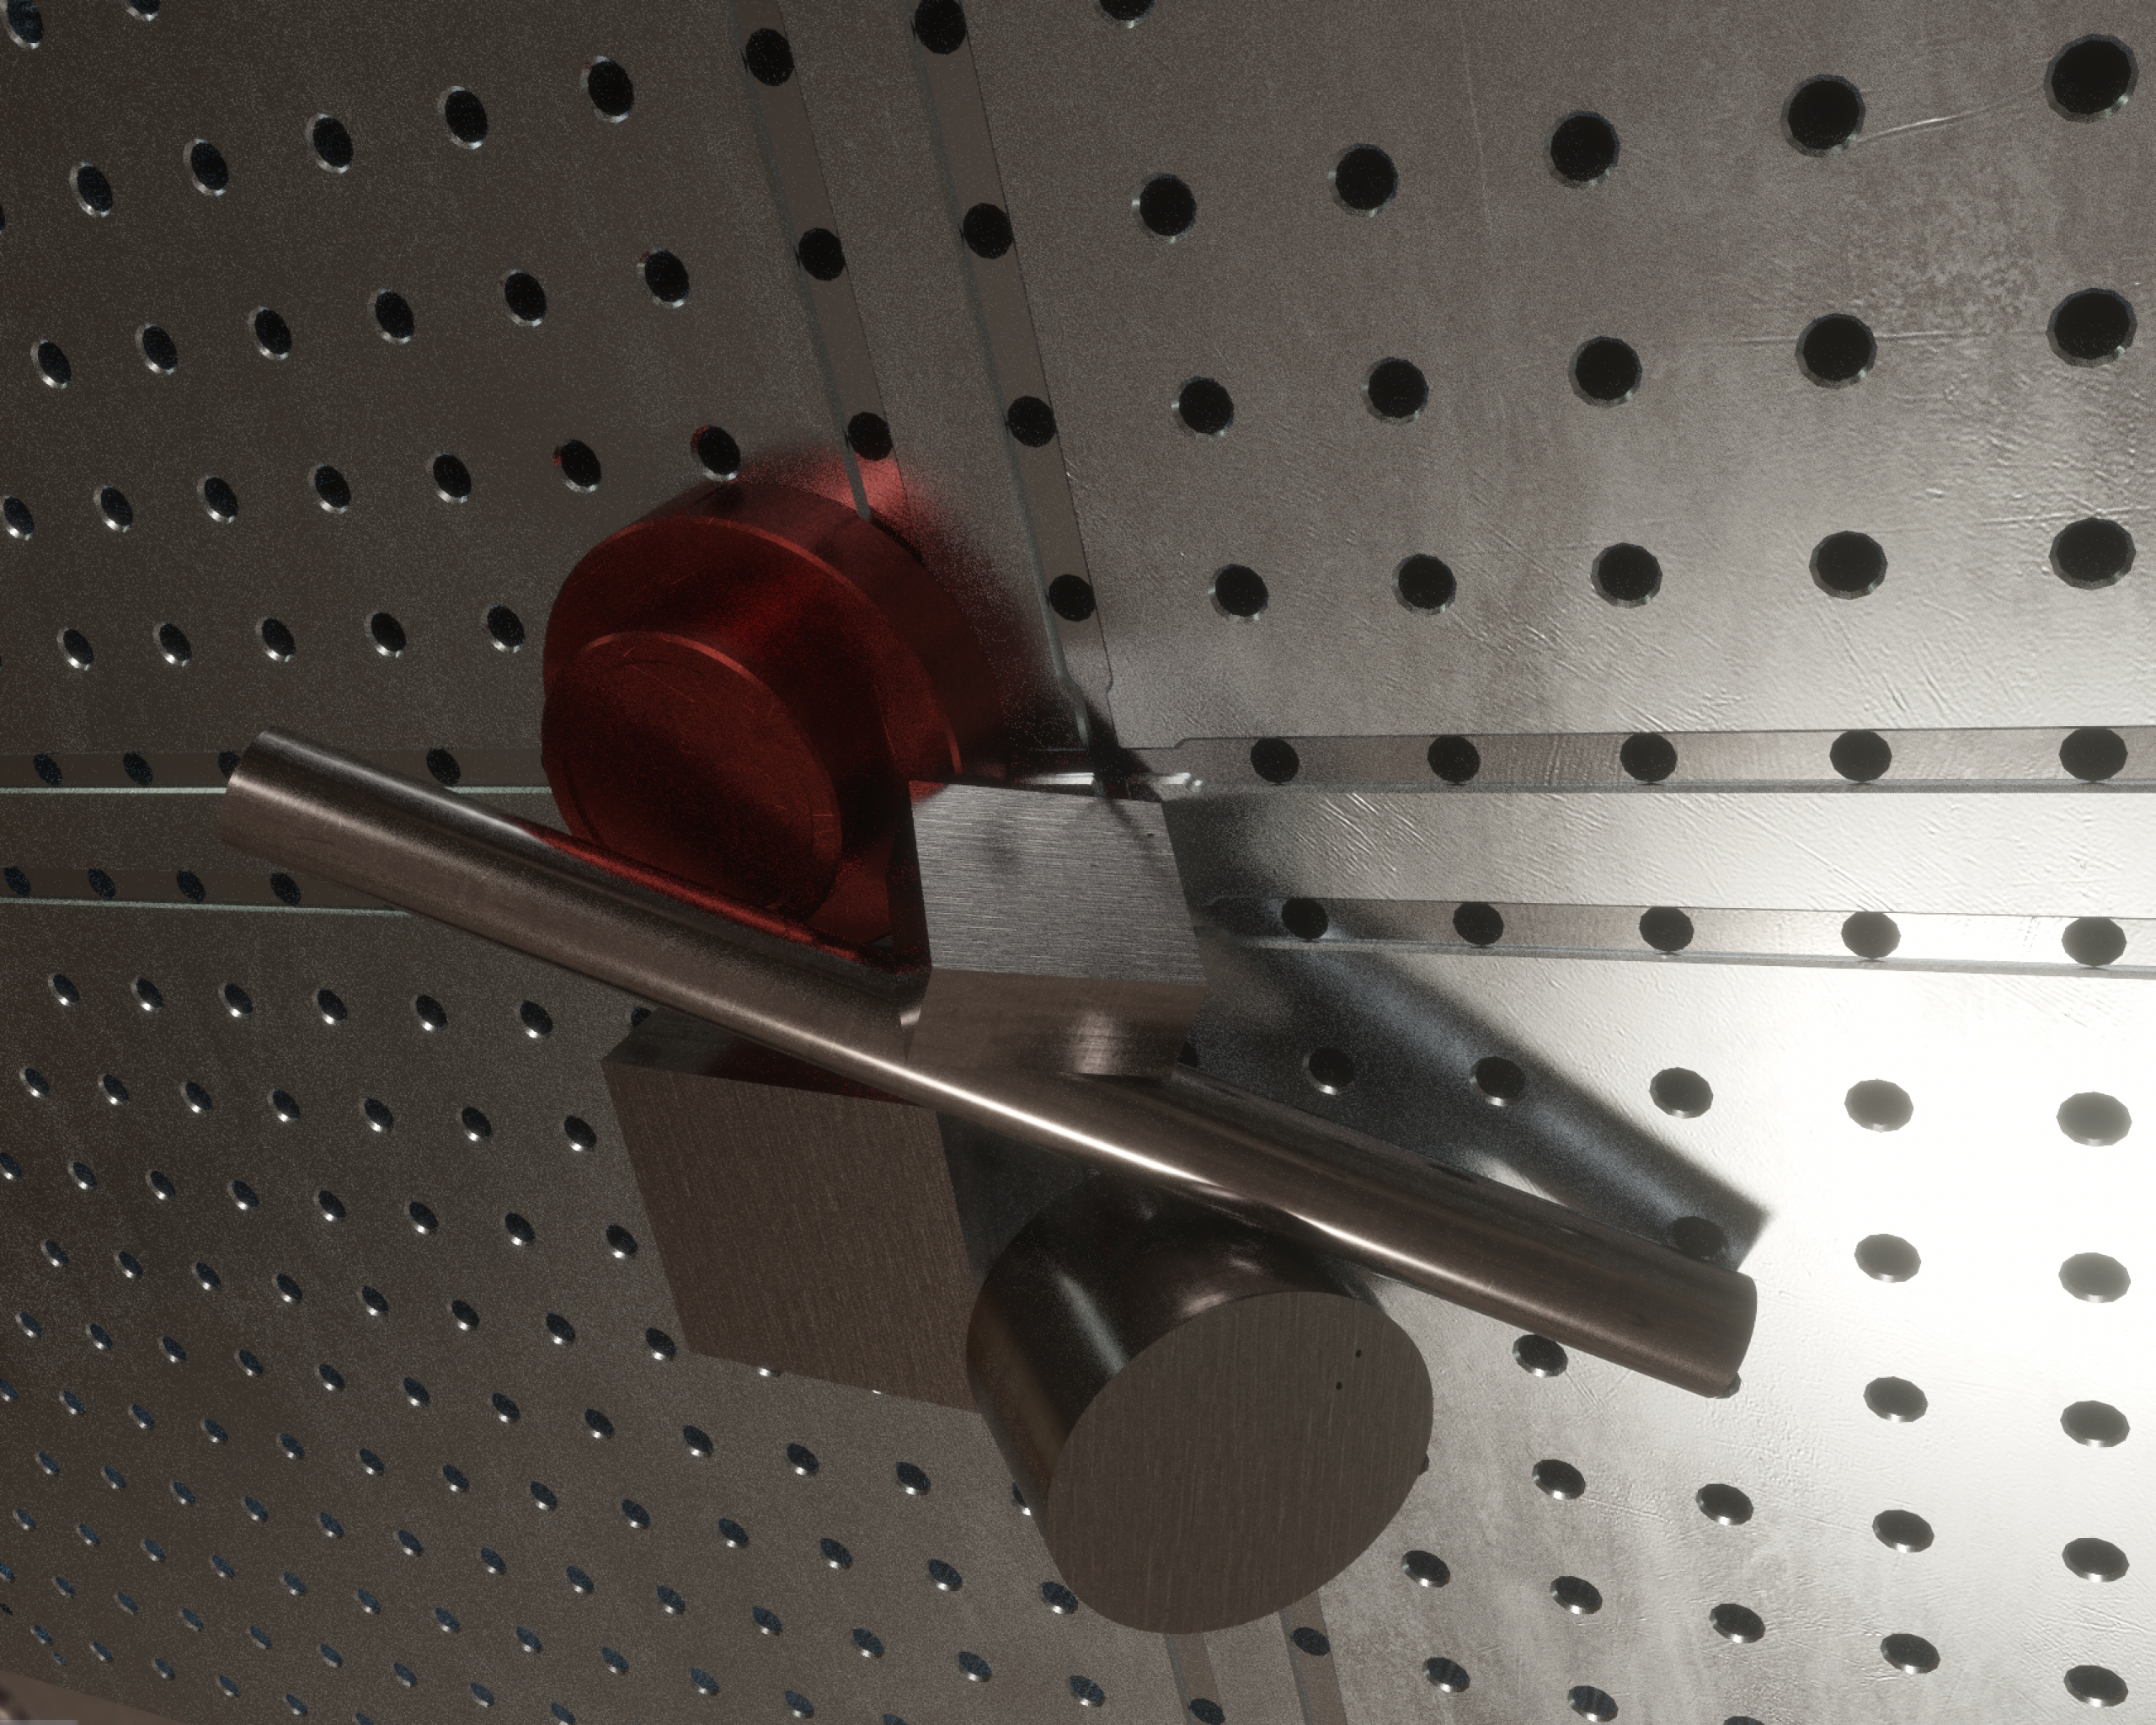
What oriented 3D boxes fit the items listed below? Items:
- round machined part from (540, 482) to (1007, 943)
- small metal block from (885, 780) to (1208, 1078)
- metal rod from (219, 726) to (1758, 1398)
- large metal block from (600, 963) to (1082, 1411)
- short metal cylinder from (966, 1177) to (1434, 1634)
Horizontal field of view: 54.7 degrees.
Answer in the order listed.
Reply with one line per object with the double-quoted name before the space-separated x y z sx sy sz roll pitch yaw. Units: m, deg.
"round machined part" -0.067 -0.023 0.420 0.098 0.042 0.097 13 124 20
"small metal block" -0.007 0.012 0.393 0.050 0.050 0.025 5 131 -15
"metal rod" -0.016 0.038 0.400 0.301 0.025 0.025 21 127 -1
"large metal block" -0.047 0.067 0.457 0.080 0.050 0.079 5 121 25
"short metal cylinder" 0.024 0.106 0.419 0.081 0.050 0.079 -9 116 -18
